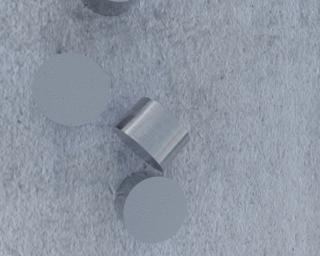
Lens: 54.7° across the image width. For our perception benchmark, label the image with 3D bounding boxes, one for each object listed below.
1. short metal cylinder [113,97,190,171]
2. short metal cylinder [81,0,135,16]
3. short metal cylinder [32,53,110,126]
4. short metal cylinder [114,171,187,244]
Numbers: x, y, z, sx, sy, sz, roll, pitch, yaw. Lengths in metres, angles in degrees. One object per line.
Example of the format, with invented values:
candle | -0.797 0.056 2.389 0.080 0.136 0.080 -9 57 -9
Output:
short metal cylinder | -0.010 0.008 0.377 0.080 0.080 0.050 46 76 -15
short metal cylinder | -0.060 -0.183 0.374 0.081 0.050 0.079 0 90 -21
short metal cylinder | -0.103 -0.042 0.358 0.081 0.050 0.079 0 90 -21
short metal cylinder | -0.013 0.097 0.392 0.081 0.050 0.079 0 90 -21
